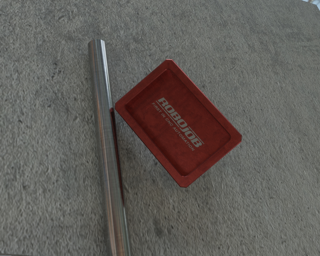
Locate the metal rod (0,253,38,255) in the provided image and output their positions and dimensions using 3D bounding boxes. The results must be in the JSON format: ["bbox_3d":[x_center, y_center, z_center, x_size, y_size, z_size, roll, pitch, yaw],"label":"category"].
[{"bbox_3d":[-0.094,0.121,0.257,0.302,0.025,0.025,11,57,-15],"label":"metal rod"}]

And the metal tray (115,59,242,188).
[{"bbox_3d":[0.021,-0.006,0.371,0.090,0.030,0.130,-41,80,2],"label":"metal tray"}]

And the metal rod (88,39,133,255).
[{"bbox_3d":[-0.061,0.018,0.361,0.025,0.025,0.299,3,60,-27],"label":"metal rod"}]

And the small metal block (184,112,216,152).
[{"bbox_3d":[0.055,0.004,0.416,0.050,0.050,0.025,-26,77,-37],"label":"small metal block"}]
